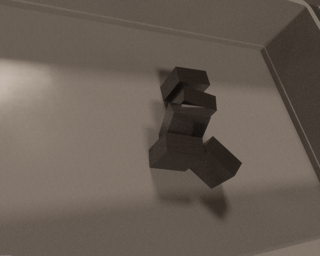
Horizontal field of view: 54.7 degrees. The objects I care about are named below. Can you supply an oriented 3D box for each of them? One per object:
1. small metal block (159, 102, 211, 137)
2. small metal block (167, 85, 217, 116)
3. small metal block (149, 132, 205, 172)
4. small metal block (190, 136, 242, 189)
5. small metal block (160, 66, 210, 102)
[{"bbox_3d":[0.031,-0.003,0.403,0.050,0.050,0.025,6,33,-19],"label":"small metal block"},{"bbox_3d":[0.043,-0.028,0.432,0.050,0.050,0.025,15,55,-20],"label":"small metal block"},{"bbox_3d":[0.019,0.031,0.383,0.050,0.050,0.025,10,58,-23],"label":"small metal block"},{"bbox_3d":[0.067,0.046,0.400,0.050,0.050,0.025,43,50,0],"label":"small metal block"},{"bbox_3d":[0.035,-0.060,0.447,0.050,0.050,0.025,2,61,-28],"label":"small metal block"}]
